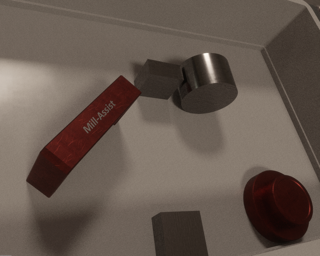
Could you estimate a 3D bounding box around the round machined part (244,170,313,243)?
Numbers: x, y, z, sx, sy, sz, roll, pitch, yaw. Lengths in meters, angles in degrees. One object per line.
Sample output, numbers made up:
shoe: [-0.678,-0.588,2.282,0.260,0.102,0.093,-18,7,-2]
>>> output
round machined part: [0.168,0.103,0.425,0.099,0.042,0.098,14,56,-21]

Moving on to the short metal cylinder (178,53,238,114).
short metal cylinder: [0.065,-0.062,0.445,0.081,0.080,0.050,4,60,-27]

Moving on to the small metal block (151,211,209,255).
small metal block: [0.021,0.121,0.345,0.050,0.025,0.050,6,59,-26]

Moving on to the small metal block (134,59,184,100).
small metal block: [-0.003,-0.066,0.430,0.050,0.050,0.025,5,60,-26]

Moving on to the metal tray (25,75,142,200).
metal tray: [-0.080,0.008,0.334,0.030,0.090,0.130,41,49,-5]
